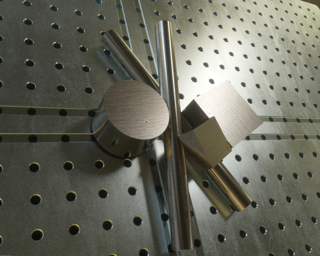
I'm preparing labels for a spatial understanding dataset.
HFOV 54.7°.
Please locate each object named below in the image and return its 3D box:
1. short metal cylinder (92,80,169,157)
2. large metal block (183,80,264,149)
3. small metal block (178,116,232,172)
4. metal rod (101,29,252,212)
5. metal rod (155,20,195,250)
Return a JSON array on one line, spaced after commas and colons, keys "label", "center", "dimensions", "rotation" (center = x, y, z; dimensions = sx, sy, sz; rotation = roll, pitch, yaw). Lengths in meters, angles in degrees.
[{"label": "short metal cylinder", "center": [-0.036, -0.011, 0.375], "dimensions": [0.081, 0.050, 0.080], "rotation": [14, 56, -21]}, {"label": "large metal block", "center": [0.085, -0.011, 0.439], "dimensions": [0.081, 0.050, 0.080], "rotation": [-31, 79, -38]}, {"label": "small metal block", "center": [0.057, 0.019, 0.382], "dimensions": [0.050, 0.025, 0.050], "rotation": [-30, 93, -46]}, {"label": "metal rod", "center": [0.018, -0.015, 0.423], "dimensions": [0.025, 0.025, 0.300], "rotation": [-32, 80, -38]}, {"label": "metal rod", "center": [0.015, -0.007, 0.391], "dimensions": [0.025, 0.025, 0.299], "rotation": [6, 67, -25]}]
